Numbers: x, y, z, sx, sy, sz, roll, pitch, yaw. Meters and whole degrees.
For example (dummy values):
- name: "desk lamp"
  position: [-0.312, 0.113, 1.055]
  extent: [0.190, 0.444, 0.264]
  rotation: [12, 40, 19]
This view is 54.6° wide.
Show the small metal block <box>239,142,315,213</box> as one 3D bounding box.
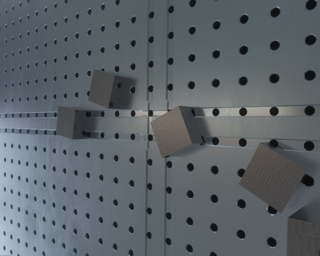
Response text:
- name: "small metal block"
  position: [0.117, 0.048, 0.314]
  extent: [0.050, 0.025, 0.050]
  rotation: [34, 111, 35]

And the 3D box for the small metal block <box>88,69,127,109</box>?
- name: "small metal block"
  position: [-0.081, -0.060, 0.478]
  extent: [0.050, 0.025, 0.050]
  rotation: [22, 104, 38]

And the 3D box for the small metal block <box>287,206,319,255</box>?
- name: "small metal block"
  position: [0.136, 0.103, 0.281]
  extent: [0.025, 0.050, 0.050]
  rotation: [2, 91, 40]

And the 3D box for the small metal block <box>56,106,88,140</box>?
- name: "small metal block"
  position: [-0.153, -0.009, 0.538]
  extent: [0.050, 0.025, 0.050]
  rotation: [12, 98, 39]

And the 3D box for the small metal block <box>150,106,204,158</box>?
- name: "small metal block"
  position: [0.021, 0.005, 0.393]
  extent: [0.050, 0.025, 0.050]
  rotation: [-29, 72, 36]
